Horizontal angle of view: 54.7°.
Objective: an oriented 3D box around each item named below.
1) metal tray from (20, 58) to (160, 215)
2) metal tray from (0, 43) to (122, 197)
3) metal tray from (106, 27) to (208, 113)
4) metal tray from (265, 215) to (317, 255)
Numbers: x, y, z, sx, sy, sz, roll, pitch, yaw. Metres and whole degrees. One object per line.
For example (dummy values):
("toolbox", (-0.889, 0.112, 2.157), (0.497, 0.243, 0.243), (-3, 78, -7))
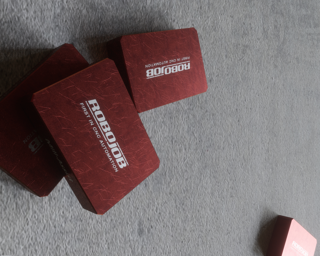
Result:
("metal tray", (-0.062, 0.008, 0.309), (0.091, 0.030, 0.129), (-37, 113, -34))
("metal tray", (-0.109, -0.010, 0.310), (0.090, 0.030, 0.130), (51, 60, -28))
("metal tray", (0.002, -0.077, 0.403), (0.131, 0.030, 0.089), (-21, 103, -38))
("metal tray", (0.269, 0.244, 0.627), (0.130, 0.030, 0.090), (40, 66, -33))
